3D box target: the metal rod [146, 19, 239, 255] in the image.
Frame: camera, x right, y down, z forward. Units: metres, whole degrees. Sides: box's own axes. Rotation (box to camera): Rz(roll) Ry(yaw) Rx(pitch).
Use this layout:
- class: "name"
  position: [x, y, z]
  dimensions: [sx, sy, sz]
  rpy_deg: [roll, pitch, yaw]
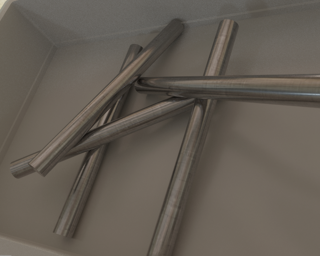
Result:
- class: "metal rod"
  position: [0.041, 0.007, 0.356]
  dimensions: [0.025, 0.025, 0.299]
  rpy_deg: [10, 73, 32]

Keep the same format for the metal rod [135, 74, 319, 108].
- class: "metal rod"
  position: [0.051, -0.043, 0.331]
  dimensions: [0.025, 0.025, 0.300]
  rpy_deg: [-56, 30, -12]

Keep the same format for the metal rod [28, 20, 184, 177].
- class: "metal rod"
  position: [-0.059, -0.055, 0.428]
  dimensions: [0.025, 0.025, 0.301]
  rpy_deg: [20, 59, 35]

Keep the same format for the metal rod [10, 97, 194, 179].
- class: "metal rod"
  position: [-0.057, 0.001, 0.408]
  dimensions: [0.301, 0.025, 0.025]
  rpy_deg: [-22, 53, 5]

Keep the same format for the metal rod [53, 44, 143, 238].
- class: "metal rod"
  position: [-0.080, 0.003, 0.445]
  dimensions: [0.025, 0.025, 0.300]
  rpy_deg: [4, 63, 30]
